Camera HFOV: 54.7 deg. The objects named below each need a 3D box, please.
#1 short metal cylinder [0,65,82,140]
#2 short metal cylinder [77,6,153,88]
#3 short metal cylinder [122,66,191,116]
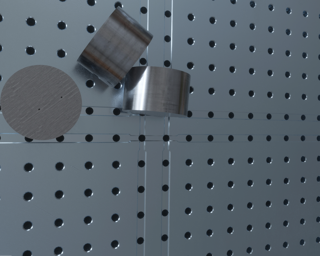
[{"bbox_3d":[-0.133,-0.027,0.351,0.081,0.050,0.079,0,90,-20],"label":"short metal cylinder"},{"bbox_3d":[-0.053,-0.094,0.364,0.050,0.080,0.080,37,78,-17],"label":"short metal cylinder"},{"bbox_3d":[-0.004,-0.042,0.383,0.081,0.080,0.050,6,88,-20],"label":"short metal cylinder"}]
